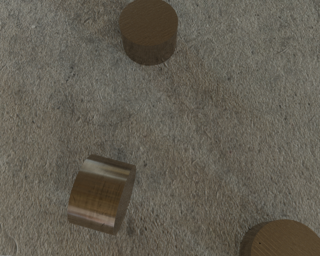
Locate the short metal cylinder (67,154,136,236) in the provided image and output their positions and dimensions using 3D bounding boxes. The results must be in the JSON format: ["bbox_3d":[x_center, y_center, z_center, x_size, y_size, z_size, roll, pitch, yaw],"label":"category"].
[{"bbox_3d":[-0.063,0.075,0.351,0.050,0.080,0.080,14,71,5],"label":"short metal cylinder"}]

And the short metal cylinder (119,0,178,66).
[{"bbox_3d":[-0.015,-0.137,0.445,0.081,0.050,0.080,0,70,0],"label":"short metal cylinder"}]

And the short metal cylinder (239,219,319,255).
[{"bbox_3d":[0.134,0.144,0.343,0.081,0.050,0.080,0,70,0],"label":"short metal cylinder"}]
